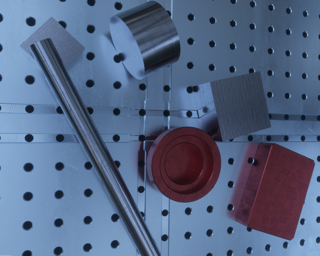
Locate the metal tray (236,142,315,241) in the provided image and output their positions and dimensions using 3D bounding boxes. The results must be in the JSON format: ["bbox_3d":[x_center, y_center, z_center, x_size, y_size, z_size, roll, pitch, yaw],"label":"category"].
[{"bbox_3d":[0.180,0.097,0.479,0.091,0.030,0.130,22,83,-19],"label":"metal tray"}]

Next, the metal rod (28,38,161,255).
[{"bbox_3d":[-0.070,0.039,0.372,0.025,0.025,0.299,-29,106,-18],"label":"metal rod"}]

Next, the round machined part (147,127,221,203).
[{"bbox_3d":[0.029,0.047,0.416,0.099,0.042,0.097,0,90,-21],"label":"round machined part"}]

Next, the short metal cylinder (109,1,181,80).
[{"bbox_3d":[-0.019,-0.106,0.377,0.050,0.080,0.080,-30,100,-18],"label":"short metal cylinder"}]

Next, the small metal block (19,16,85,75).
[{"bbox_3d":[-0.126,-0.093,0.366,0.050,0.025,0.050,44,76,-15],"label":"small metal block"}]

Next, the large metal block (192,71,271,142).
[{"bbox_3d":[0.101,-0.030,0.438,0.081,0.050,0.080,-15,95,-20],"label":"large metal block"}]
